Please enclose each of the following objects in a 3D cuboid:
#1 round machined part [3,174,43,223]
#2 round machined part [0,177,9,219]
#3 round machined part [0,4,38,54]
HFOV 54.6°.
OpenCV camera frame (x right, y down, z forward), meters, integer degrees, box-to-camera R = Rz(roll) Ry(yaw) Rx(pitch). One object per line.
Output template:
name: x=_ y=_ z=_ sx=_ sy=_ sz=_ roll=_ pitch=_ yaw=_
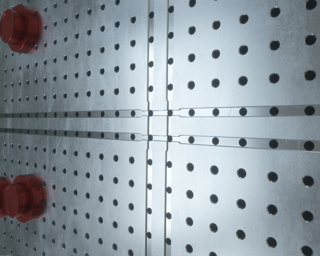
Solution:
round machined part: x=-0.286 y=0.146 z=0.637 sx=0.098 sy=0.042 sz=0.097 roll=0 pitch=90 yaw=40
round machined part: x=-0.388 y=0.165 z=0.722 sx=0.098 sy=0.042 sz=0.097 roll=0 pitch=90 yaw=40
round machined part: x=-0.300 y=-0.209 z=0.649 sx=0.098 sy=0.042 sz=0.097 roll=0 pitch=90 yaw=40
